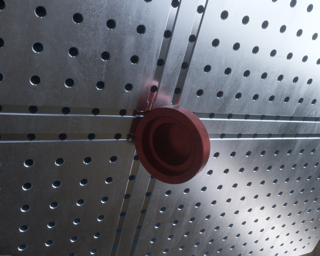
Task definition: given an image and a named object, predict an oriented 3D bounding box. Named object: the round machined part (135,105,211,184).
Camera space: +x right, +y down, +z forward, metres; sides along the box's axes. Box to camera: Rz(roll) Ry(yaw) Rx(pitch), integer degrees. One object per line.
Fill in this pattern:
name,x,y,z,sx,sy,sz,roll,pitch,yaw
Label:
round machined part,0.020,0.019,0.398,0.042,0.098,0.097,-21,134,-56
